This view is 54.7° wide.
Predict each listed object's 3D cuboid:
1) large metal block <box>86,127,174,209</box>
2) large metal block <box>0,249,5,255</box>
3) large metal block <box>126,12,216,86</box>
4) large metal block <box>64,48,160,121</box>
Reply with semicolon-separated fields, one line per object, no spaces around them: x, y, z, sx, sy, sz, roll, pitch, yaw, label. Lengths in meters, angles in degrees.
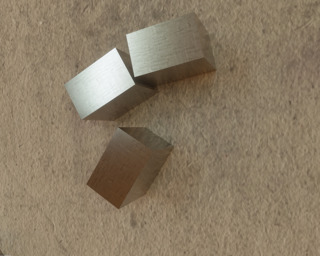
-0.034;0.046;0.391;0.050;0.080;0.080;33;101;16;large metal block
-0.305;0.209;0.485;0.080;0.080;0.050;46;104;14;large metal block
0.017;-0.090;0.373;0.080;0.080;0.050;-13;86;19;large metal block
-0.059;-0.051;0.399;0.080;0.080;0.050;-31;80;17;large metal block
